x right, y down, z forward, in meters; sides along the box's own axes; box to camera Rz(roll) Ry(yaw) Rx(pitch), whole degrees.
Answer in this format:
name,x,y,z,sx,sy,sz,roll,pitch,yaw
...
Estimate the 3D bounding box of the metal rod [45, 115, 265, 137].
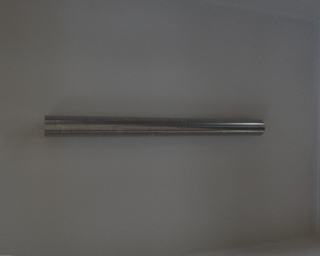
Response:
name,x,y,z,sx,sy,sz,roll,pitch,yaw
metal rod,0.008,-0.001,0.412,0.303,0.025,0.025,0,90,-21
